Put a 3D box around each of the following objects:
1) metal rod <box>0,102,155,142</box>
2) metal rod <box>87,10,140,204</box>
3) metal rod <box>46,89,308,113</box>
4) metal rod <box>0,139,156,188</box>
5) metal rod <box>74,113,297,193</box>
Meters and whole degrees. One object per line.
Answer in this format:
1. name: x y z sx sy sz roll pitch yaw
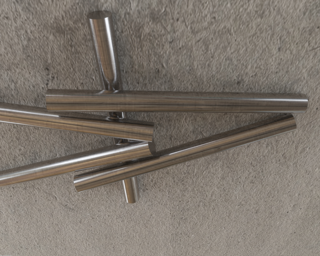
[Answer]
1. metal rod: -0.158 -0.015 0.375 0.302 0.025 0.025 8 130 0
2. metal rod: -0.053 -0.001 0.407 0.025 0.025 0.298 -3 130 2
3. metal rod: 0.027 -0.030 0.362 0.302 0.025 0.025 0 131 -9
4. metal rod: -0.150 0.056 0.436 0.301 0.025 0.025 -13 129 18
5. metal rod: 0.030 0.035 0.418 0.301 0.025 0.025 -17 129 5
